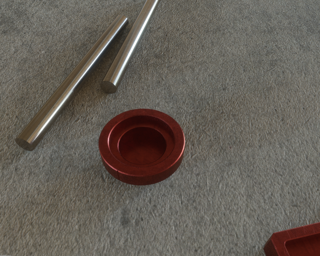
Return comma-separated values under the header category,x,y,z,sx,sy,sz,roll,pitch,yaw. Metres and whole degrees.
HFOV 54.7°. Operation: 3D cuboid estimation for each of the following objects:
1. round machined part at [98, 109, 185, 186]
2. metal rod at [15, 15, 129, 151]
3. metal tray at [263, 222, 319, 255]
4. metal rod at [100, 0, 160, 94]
category,x,y,z,sx,sy,sz,roll,pitch,yaw
round machined part,-0.021,0.026,0.370,0.099,0.042,0.098,0,50,0
metal rod,-0.118,-0.088,0.475,0.025,0.025,0.301,15,51,12
metal tray,0.178,0.133,0.289,0.131,0.030,0.090,-10,51,-9
metal rod,-0.040,-0.171,0.545,0.025,0.025,0.300,11,51,8
